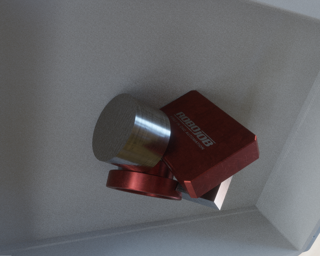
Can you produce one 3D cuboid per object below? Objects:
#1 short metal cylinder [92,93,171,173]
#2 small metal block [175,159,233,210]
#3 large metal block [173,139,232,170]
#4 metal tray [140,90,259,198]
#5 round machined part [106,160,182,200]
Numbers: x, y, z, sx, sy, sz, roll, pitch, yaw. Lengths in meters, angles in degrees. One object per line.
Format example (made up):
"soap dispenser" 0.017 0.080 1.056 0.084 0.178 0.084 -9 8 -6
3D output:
"short metal cylinder" -0.034 0.007 0.358 0.050 0.080 0.080 25 105 -37
"small metal block" 0.054 0.065 0.374 0.050 0.050 0.025 -62 142 -24
"large metal block" 0.058 0.027 0.431 0.081 0.050 0.079 -14 129 -21
"metal tray" 0.041 0.012 0.369 0.090 0.130 0.030 -31 130 -9
"round machined part" -0.017 0.065 0.404 0.099 0.098 0.042 22 71 -37
